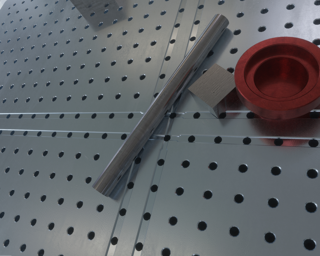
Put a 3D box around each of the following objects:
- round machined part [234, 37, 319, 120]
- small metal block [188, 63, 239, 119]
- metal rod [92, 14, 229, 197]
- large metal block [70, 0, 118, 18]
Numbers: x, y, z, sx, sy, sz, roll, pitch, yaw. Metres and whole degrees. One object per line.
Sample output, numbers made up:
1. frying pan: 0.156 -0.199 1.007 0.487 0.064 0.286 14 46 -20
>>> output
1. round machined part: 0.136 -0.052 0.352 0.098 0.042 0.098 -8 61 15
2. small metal block: 0.073 -0.049 0.400 0.050 0.025 0.050 -43 51 -2
3. metal rod: 0.007 -0.039 0.428 0.025 0.025 0.300 26 76 37
4. large metal block: -0.134 -0.287 0.639 0.080 0.050 0.080 -15 56 20
